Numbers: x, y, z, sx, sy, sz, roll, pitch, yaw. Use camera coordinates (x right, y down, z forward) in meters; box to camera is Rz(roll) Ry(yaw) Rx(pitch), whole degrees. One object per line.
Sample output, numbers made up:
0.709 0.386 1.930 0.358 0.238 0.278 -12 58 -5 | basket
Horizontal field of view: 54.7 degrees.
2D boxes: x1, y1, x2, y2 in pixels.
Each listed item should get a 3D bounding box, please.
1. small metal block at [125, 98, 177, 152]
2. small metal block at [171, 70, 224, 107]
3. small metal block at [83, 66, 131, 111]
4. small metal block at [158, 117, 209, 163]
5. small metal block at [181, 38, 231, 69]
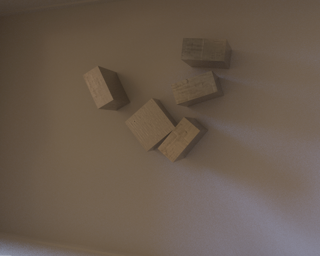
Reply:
-0.010 -0.004 0.413 0.050 0.025 0.050 -41 78 15 | small metal block
0.047 -0.046 0.380 0.050 0.050 0.025 -17 85 19 | small metal block
-0.071 -0.052 0.421 0.025 0.050 0.050 -28 81 18 | small metal block
0.030 0.014 0.386 0.025 0.050 0.050 42 103 15 | small metal block
0.058 -0.090 0.376 0.050 0.050 0.025 7 93 19 | small metal block
